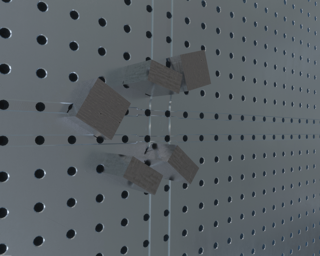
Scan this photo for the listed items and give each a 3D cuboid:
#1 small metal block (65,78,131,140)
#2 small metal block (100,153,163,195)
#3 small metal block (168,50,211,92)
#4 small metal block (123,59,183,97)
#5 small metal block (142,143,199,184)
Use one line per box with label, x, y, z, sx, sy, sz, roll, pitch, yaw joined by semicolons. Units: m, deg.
small metal block;-0.069;-0.021;0.351;0.050;0.025;0.050;38;67;-33
small metal block;-0.034;0.054;0.364;0.050;0.050;0.025;37;67;-34
small metal block;0.043;-0.081;0.444;0.050;0.025;0.050;-22;104;-38
small metal block;-0.009;-0.060;0.384;0.050;0.050;0.025;18;79;-39
small metal block;0.014;0.046;0.403;0.050;0.050;0.025;47;62;-30
